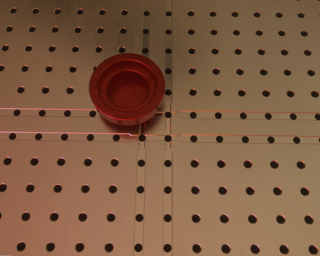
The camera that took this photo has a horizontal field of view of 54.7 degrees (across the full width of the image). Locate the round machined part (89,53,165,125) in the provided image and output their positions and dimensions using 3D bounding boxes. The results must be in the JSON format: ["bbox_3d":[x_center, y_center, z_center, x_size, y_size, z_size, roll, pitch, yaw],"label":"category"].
[{"bbox_3d":[-0.043,-0.049,0.420,0.099,0.042,0.098,0,70,-1],"label":"round machined part"}]
